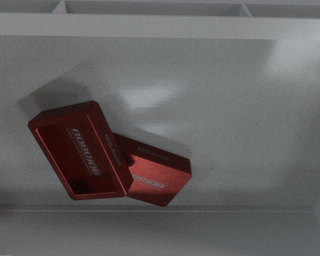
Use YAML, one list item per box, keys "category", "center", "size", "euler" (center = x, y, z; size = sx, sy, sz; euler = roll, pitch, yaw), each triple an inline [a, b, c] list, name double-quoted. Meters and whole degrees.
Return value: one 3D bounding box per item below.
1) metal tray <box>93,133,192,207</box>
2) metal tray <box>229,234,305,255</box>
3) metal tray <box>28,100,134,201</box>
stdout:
- category: "metal tray"
  center: [-0.030, 0.067, 0.462]
  size: [0.131, 0.030, 0.089]
  euler: [21, 127, -17]
- category: "metal tray"
  center: [0.222, 0.272, 0.643]
  size: [0.130, 0.030, 0.090]
  euler: [-31, 124, 23]
- category: "metal tray"
  center: [-0.100, 0.034, 0.402]
  size: [0.090, 0.030, 0.129]
  euler: [-9, 118, 23]
